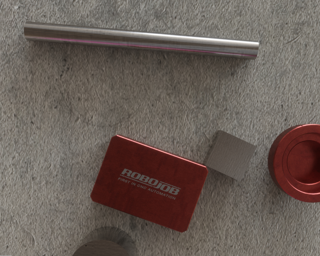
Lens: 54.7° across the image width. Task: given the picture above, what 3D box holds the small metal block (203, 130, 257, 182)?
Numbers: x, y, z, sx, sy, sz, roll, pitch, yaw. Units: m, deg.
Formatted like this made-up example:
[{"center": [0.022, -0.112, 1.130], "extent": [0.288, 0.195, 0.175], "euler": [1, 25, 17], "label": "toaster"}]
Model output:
[{"center": [0.092, 0.036, 0.411], "extent": [0.050, 0.025, 0.050], "euler": [25, 90, 0], "label": "small metal block"}]

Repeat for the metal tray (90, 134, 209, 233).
[{"center": [-0.013, 0.071, 0.407], "extent": [0.131, 0.030, 0.090], "euler": [20, 90, 0], "label": "metal tray"}]

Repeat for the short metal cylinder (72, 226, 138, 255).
[{"center": [-0.071, 0.174, 0.397], "extent": [0.081, 0.050, 0.080], "euler": [0, 90, 0], "label": "short metal cylinder"}]

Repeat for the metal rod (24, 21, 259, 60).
[{"center": [-0.023, -0.115, 0.409], "extent": [0.302, 0.025, 0.025], "euler": [5, 90, -1], "label": "metal rod"}]

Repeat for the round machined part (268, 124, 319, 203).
[{"center": [0.189, 0.043, 0.403], "extent": [0.099, 0.042, 0.097], "euler": [0, 90, 0], "label": "round machined part"}]
